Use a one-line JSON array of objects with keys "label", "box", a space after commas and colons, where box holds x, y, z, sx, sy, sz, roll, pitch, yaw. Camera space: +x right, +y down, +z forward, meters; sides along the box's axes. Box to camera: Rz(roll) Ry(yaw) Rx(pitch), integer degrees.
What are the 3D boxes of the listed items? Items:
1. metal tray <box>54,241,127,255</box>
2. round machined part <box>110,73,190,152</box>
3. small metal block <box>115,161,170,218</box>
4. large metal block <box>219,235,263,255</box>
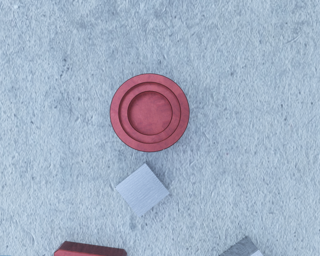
[{"label": "metal tray", "box": [-0.098, 0.223, 0.406, 0.091, 0.030, 0.129, 8, 90, 0]}, {"label": "round machined part", "box": [-0.013, -0.019, 0.401, 0.099, 0.042, 0.097, 0, 90, 0]}, {"label": "small metal block", "box": [-0.023, 0.080, 0.410, 0.050, 0.025, 0.050, -39, 90, 0]}, {"label": "large metal block", "box": [0.110, 0.202, 0.399, 0.080, 0.050, 0.080, -36, 90, 0]}]
